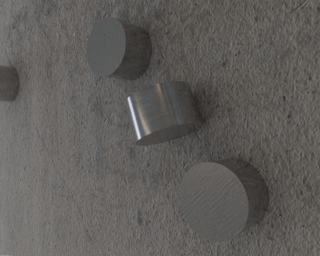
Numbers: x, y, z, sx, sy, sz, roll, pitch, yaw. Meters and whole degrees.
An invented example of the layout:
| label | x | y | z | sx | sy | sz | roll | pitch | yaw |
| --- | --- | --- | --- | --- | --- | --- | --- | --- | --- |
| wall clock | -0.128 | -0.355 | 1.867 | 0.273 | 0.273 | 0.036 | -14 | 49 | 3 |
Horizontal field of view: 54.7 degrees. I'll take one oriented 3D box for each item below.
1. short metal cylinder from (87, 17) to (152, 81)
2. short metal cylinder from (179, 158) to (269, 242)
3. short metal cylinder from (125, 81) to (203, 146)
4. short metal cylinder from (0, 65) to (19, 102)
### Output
| label | x | y | z | sx | sy | sz | roll | pitch | yaw |
| --- | --- | --- | --- | --- | --- | --- | --- | --- | --- |
| short metal cylinder | -0.058 | -0.109 | 0.437 | 0.080 | 0.050 | 0.080 | 0 | 90 | 40 |
| short metal cylinder | 0.068 | 0.074 | 0.333 | 0.080 | 0.050 | 0.080 | 0 | 90 | 40 |
| short metal cylinder | 0.004 | -0.015 | 0.366 | 0.080 | 0.081 | 0.050 | -26 | 74 | 37 |
| short metal cylinder | -0.354 | -0.099 | 0.682 | 0.080 | 0.050 | 0.080 | 0 | 90 | 40 |
